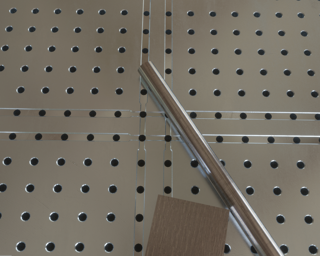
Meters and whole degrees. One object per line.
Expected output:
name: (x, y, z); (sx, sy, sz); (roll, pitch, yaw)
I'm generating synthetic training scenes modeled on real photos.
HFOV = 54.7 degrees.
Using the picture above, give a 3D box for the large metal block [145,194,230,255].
large metal block: (0.029, 0.127, 0.352); (0.080, 0.050, 0.080); (12, 70, 4)

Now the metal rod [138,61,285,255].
metal rod: (0.057, 0.034, 0.400); (0.025, 0.025, 0.299); (-30, 73, -10)
